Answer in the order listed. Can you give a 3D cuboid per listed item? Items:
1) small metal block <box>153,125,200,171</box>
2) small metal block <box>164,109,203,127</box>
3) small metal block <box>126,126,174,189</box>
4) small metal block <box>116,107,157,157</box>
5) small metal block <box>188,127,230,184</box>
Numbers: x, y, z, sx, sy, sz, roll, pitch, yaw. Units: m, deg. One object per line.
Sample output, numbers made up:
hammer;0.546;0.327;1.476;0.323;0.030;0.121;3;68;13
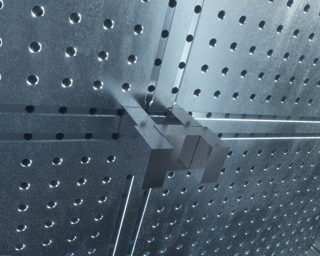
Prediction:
small metal block;0.014;0.024;0.371;0.050;0.025;0.050;1;118;-29
small metal block;0.027;0.008;0.416;0.025;0.050;0.050;-1;119;-29
small metal block;-0.013;0.031;0.342;0.025;0.050;0.050;1;118;-29
small metal block;-0.030;0.008;0.384;0.025;0.050;0.050;1;118;-29
small metal block;0.053;0.032;0.379;0.025;0.050;0.050;1;118;-29
